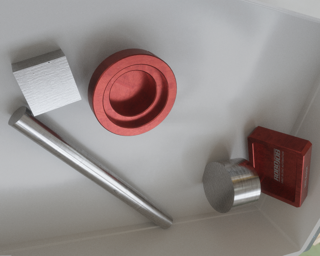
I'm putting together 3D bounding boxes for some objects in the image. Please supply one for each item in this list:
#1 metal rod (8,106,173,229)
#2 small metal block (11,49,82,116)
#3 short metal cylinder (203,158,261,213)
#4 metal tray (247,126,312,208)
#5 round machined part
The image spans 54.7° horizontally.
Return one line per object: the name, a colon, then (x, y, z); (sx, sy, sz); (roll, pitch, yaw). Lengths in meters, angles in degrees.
metal rod: (-0.069, 0.071, 0.416); (0.025, 0.025, 0.300); (-43, 130, 1)
small metal block: (-0.115, -0.047, 0.317); (0.050, 0.025, 0.050); (-23, 127, -15)
short metal cylinder: (0.112, 0.090, 0.493); (0.050, 0.080, 0.079); (-6, 121, -26)
metal tray: (0.196, 0.065, 0.514); (0.030, 0.090, 0.129); (-42, 134, -30)
round machined part: (-0.034, -0.043, 0.354); (0.099, 0.042, 0.097); (-14, 125, -21)
